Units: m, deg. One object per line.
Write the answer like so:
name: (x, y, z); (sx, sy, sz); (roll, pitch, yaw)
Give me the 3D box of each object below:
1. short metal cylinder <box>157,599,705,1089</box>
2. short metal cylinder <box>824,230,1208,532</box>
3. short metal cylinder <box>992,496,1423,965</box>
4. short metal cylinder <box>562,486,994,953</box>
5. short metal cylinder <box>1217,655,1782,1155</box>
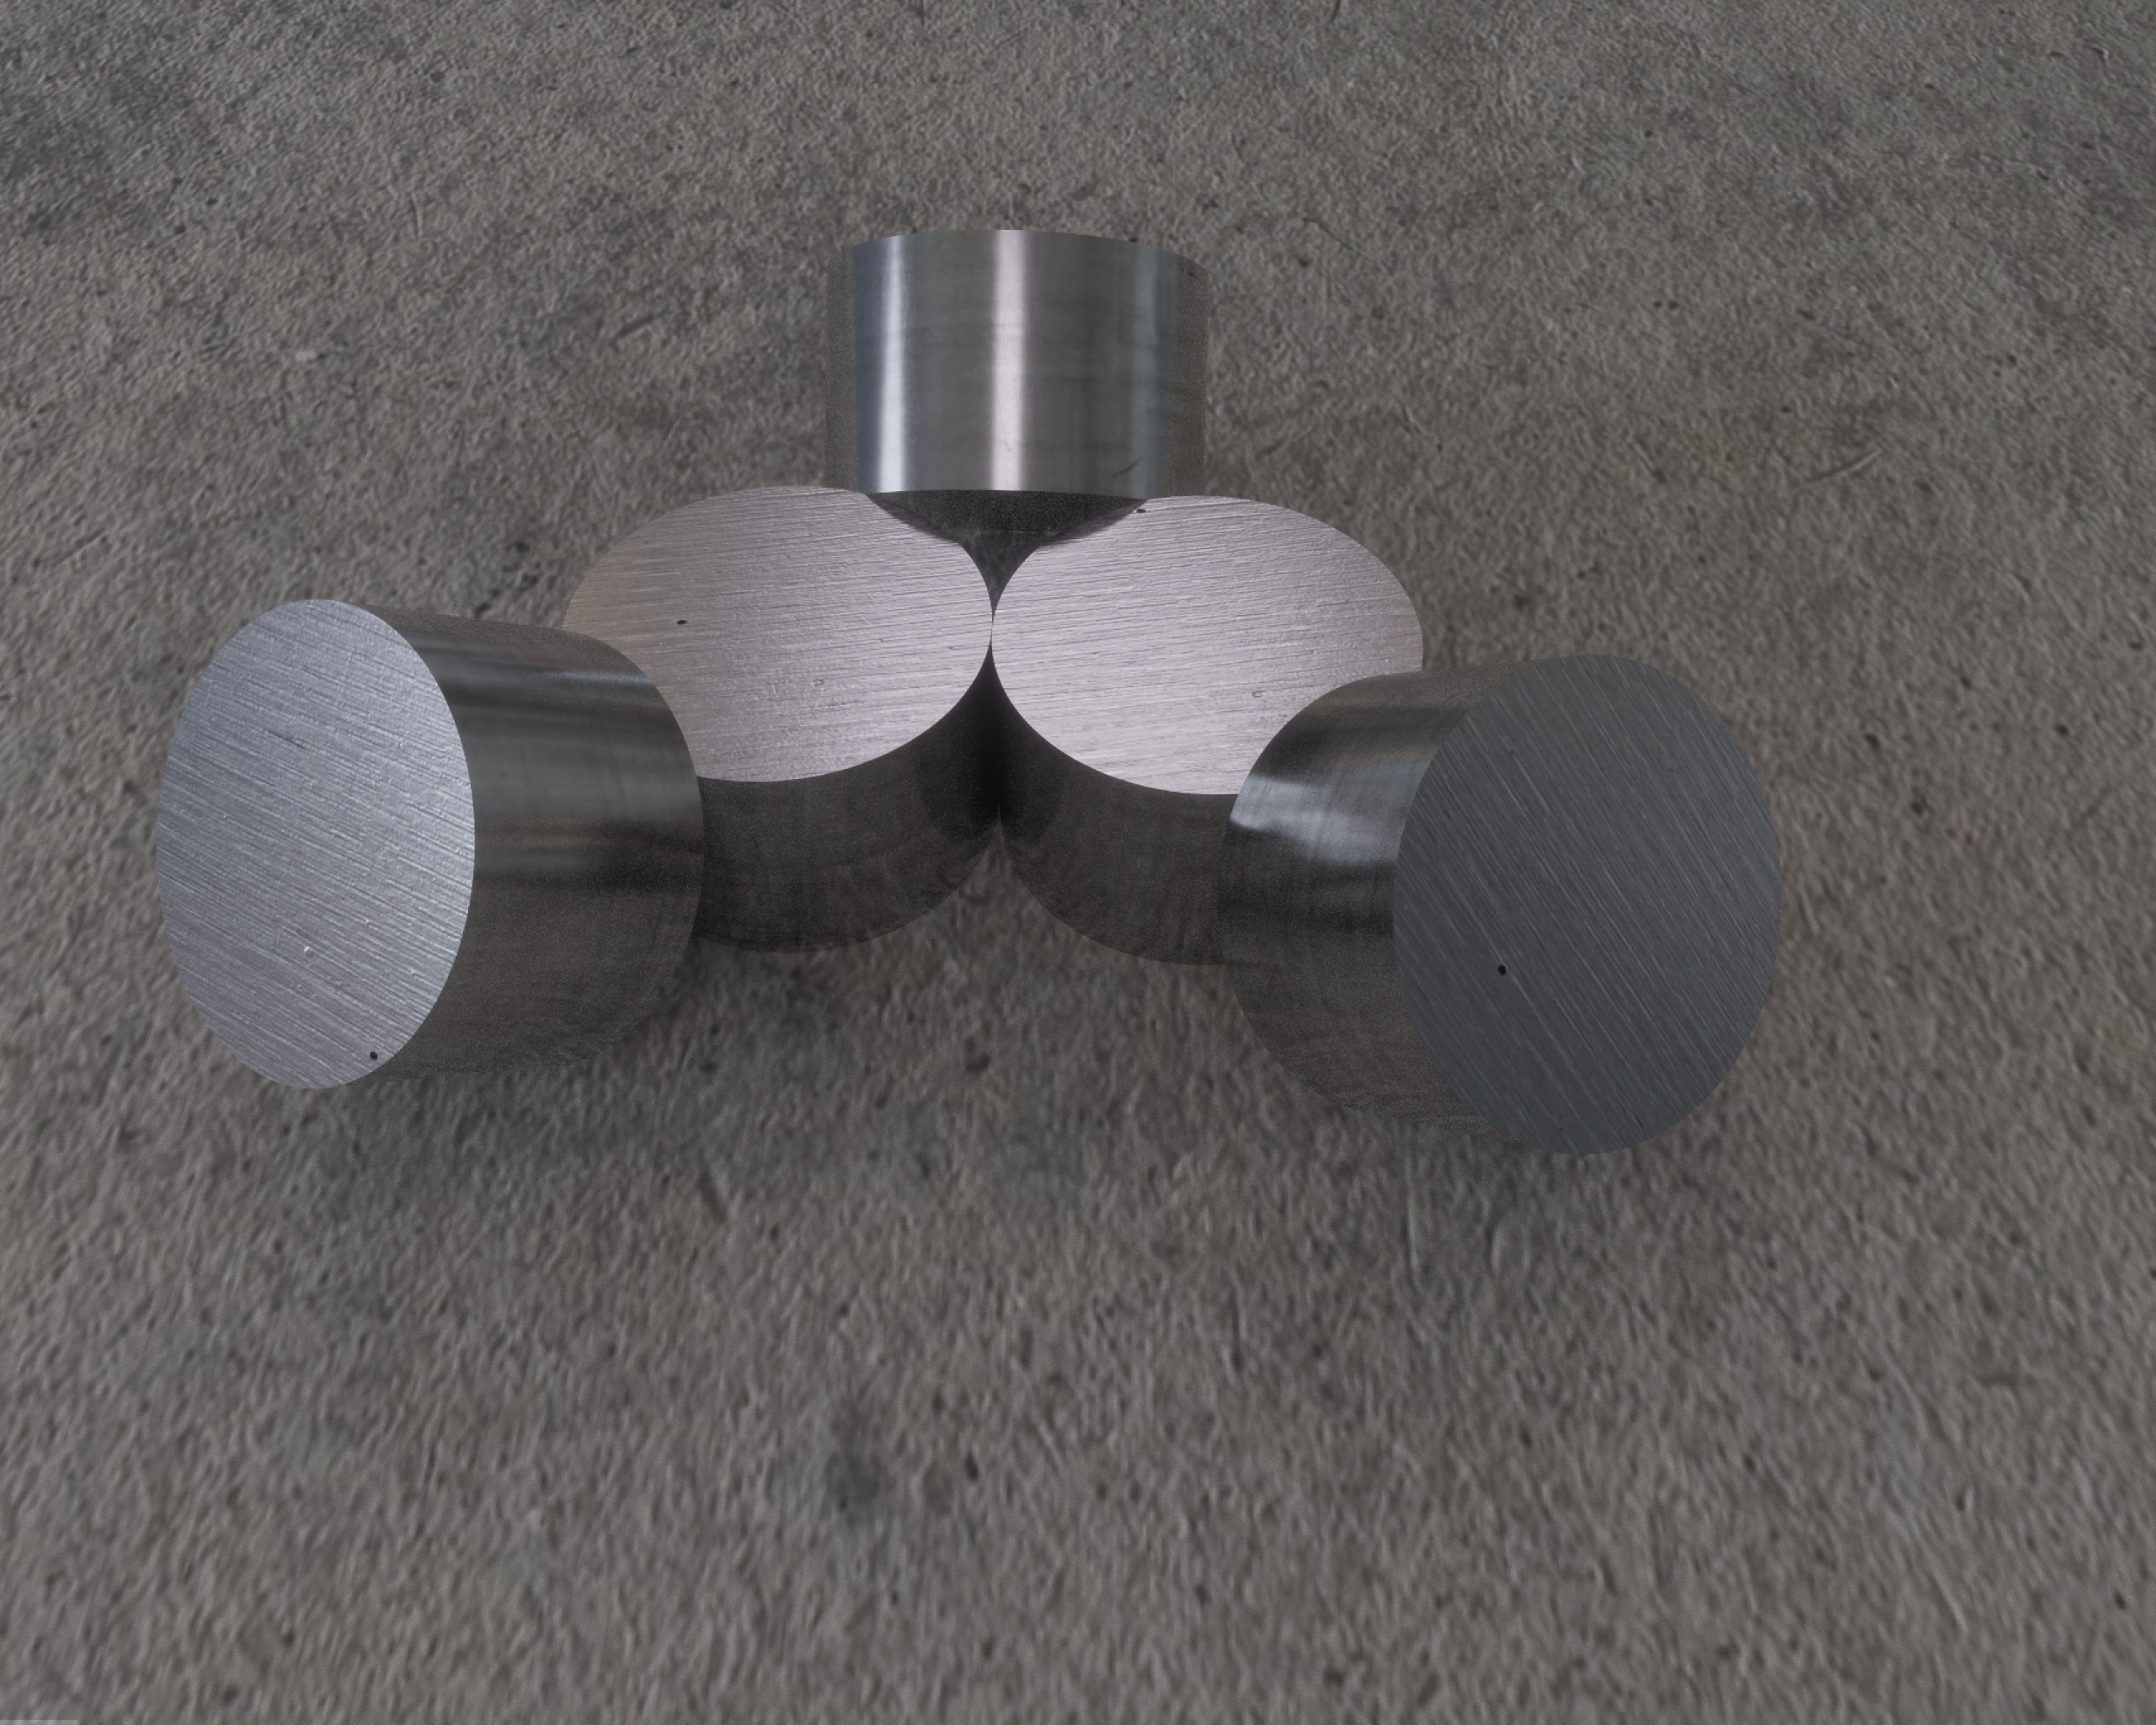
short metal cylinder: (-0.112, -0.003, 0.360); (0.080, 0.080, 0.050); (38, 19, 27)
short metal cylinder: (-0.013, -0.099, 0.442); (0.080, 0.080, 0.050); (1, 93, 1)
short metal cylinder: (0.024, -0.027, 0.409); (0.080, 0.050, 0.080); (0, 50, 0)
short metal cylinder: (-0.056, -0.029, 0.411); (0.080, 0.050, 0.080); (0, 50, 0)
short metal cylinder: (0.071, 0.006, 0.354); (0.080, 0.080, 0.050); (-32, 15, -24)
